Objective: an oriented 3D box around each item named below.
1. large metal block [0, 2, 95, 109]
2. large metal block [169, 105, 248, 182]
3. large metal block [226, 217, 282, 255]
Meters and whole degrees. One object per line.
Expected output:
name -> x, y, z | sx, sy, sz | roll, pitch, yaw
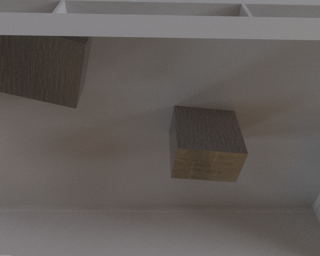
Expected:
large metal block -> -0.119, -0.075, 0.327 | 0.081, 0.050, 0.079 | 12, 129, -11
large metal block -> 0.056, 0.019, 0.390 | 0.081, 0.080, 0.050 | 5, 130, -5
large metal block -> 0.171, 0.211, 0.578 | 0.081, 0.050, 0.079 | -2, 130, 1
